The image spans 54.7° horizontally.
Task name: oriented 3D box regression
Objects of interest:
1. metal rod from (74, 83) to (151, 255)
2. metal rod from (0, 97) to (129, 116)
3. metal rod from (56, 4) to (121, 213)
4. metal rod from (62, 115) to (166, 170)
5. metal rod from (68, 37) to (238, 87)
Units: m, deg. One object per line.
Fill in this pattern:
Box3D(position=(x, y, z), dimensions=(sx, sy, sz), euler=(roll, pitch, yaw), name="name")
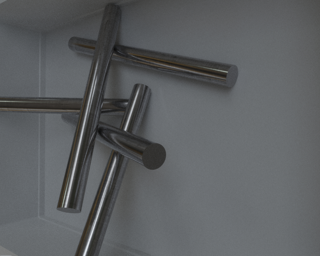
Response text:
Box3D(position=(-0.063, 0.078, 0.369), dimensions=(0.025, 0.025, 0.300), euler=(-4, 60, 39), name="metal rod")
Box3D(position=(-0.185, -0.035, 0.473), dimensions=(0.301, 0.025, 0.025), euler=(2, 92, 13), name="metal rod")
Box3D(position=(-0.083, -0.045, 0.394), dimensions=(0.025, 0.025, 0.299), euler=(-19, 53, 38), name="metal rod")
Box3D(position=(-0.081, 0.003, 0.409), dimensions=(0.300, 0.025, 0.025), euler=(17, 101, 58), name="metal rod")
Box3D(position=(-0.032, -0.099, 0.431), dimensions=(0.300, 0.025, 0.025), euler=(21, 103, 37), name="metal rod")
